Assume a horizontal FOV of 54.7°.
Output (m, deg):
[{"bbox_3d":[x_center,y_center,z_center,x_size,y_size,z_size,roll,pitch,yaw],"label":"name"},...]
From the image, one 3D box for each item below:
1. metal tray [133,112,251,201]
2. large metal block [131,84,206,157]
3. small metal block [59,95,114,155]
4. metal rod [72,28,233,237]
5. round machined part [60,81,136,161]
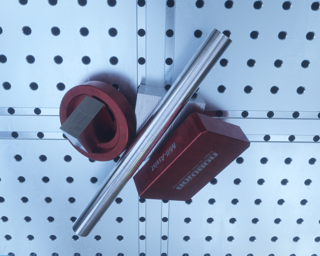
[{"bbox_3d":[0.038,0.043,0.391,0.091,0.030,0.129,15,128,-39],"label":"metal tray"},{"bbox_3d":[0.007,-0.006,0.397,0.081,0.050,0.079,8,110,-4],"label":"large metal block"},{"bbox_3d":[-0.085,-0.003,0.368,0.025,0.050,0.050,29,70,16],"label":"small metal block"},{"bbox_3d":[-0.019,0.018,0.366,0.025,0.025,0.299,33,106,-12],"label":"metal rod"},{"bbox_3d":[-0.072,-0.011,0.385,0.098,0.042,0.097,10,115,23],"label":"round machined part"}]
